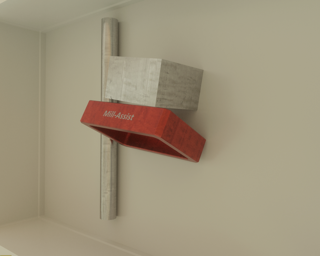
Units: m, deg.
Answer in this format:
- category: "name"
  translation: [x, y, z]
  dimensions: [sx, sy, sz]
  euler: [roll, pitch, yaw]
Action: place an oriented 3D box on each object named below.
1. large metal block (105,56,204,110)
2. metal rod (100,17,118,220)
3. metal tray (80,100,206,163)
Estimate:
- category: "large metal block"
  translation: [-0.006, -0.054, 0.374]
  dimensions: [0.080, 0.081, 0.050]
  euler: [13, 99, 39]
- category: "metal rod"
  translation: [-0.077, -0.013, 0.467]
  dimensions: [0.025, 0.025, 0.298]
  euler: [1, 91, 39]
- category: "metal tray"
  translation: [-0.022, 0.003, 0.377]
  dimensions: [0.130, 0.090, 0.030]
  euler: [9, 72, 39]
